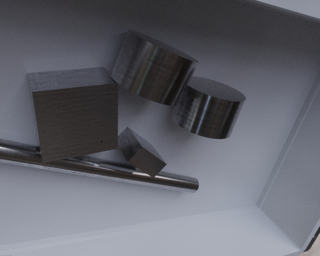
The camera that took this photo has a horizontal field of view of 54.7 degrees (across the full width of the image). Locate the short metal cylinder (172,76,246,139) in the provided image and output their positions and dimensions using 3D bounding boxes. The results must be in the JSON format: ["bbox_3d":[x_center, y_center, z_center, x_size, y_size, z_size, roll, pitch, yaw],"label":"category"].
[{"bbox_3d":[0.060,-0.027,0.391,0.081,0.080,0.050,2,118,-30],"label":"short metal cylinder"}]

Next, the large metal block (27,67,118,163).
[{"bbox_3d":[-0.092,-0.016,0.333,0.081,0.050,0.079,-10,123,-24],"label":"large metal block"}]

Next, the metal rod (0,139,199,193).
[{"bbox_3d":[-0.064,0.056,0.409,0.302,0.025,0.025,17,109,-35],"label":"metal rod"}]

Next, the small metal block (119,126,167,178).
[{"bbox_3d":[-0.025,0.031,0.399,0.025,0.050,0.050,-47,130,4],"label":"small metal block"}]

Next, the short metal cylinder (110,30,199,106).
[{"bbox_3d":[-0.006,-0.065,0.331,0.081,0.080,0.050,13,112,-34],"label":"short metal cylinder"}]
